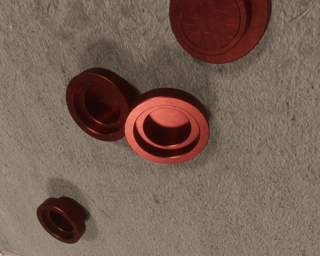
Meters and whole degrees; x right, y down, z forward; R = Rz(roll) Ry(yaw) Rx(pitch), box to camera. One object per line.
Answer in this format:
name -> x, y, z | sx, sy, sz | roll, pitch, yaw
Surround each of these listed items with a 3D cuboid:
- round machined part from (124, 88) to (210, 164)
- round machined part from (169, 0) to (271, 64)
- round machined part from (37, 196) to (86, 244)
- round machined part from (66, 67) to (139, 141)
round machined part -> 0.009, -0.006, 0.373 | 0.099, 0.042, 0.097 | 2, 126, 4
round machined part -> 0.054, -0.109, 0.300 | 0.098, 0.042, 0.097 | 13, 124, 20
round machined part -> -0.183, 0.171, 0.596 | 0.098, 0.042, 0.097 | 13, 124, 20
round machined part -> -0.071, -0.034, 0.411 | 0.098, 0.042, 0.097 | 13, 124, 20
